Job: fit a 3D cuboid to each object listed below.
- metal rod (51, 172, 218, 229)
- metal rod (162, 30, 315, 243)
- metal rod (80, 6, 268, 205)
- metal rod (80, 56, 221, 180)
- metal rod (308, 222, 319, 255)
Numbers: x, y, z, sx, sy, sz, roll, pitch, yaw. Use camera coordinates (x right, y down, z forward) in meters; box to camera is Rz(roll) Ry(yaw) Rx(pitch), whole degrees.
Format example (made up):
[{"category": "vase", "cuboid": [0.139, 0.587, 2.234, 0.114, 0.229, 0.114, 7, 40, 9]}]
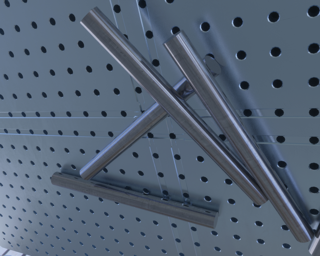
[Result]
[{"category": "metal rod", "cuboid": [-0.055, 0.114, 0.510, 0.300, 0.025, 0.025, 9, 122, 23]}, {"category": "metal rod", "cuboid": [0.099, 0.023, 0.353, 0.025, 0.025, 0.300, -24, 112, 36]}, {"category": "metal rod", "cuboid": [0.029, -0.014, 0.358, 0.300, 0.025, 0.025, 45, 130, -15]}, {"category": "metal rod", "cuboid": [-0.033, 0.004, 0.431, 0.025, 0.025, 0.299, 47, 129, -5]}, {"category": "metal rod", "cuboid": [0.211, 0.034, 0.320, 0.025, 0.025, 0.298, 16, 125, 19]}]
